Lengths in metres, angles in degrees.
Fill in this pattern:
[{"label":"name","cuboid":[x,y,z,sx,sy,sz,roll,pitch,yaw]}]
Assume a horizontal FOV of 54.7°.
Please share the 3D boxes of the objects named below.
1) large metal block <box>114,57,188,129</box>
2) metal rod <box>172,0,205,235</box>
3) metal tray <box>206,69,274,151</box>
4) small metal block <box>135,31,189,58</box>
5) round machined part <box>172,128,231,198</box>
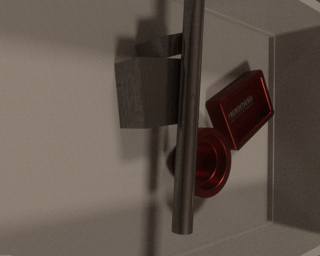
[{"label":"large metal block","cuboid":[-0.006,-0.043,0.387,0.081,0.050,0.079,-8,96,-40]},{"label":"metal rod","cuboid":[0.035,-0.026,0.372,0.025,0.025,0.298,4,88,-40]},{"label":"metal tray","cuboid":[0.139,-0.032,0.522,0.131,0.030,0.090,-36,113,-34]},{"label":"small metal block","cuboid":[0.005,-0.102,0.396,0.050,0.050,0.025,-24,105,-38]},{"label":"round machined part","cuboid":[0.056,0.048,0.445,0.099,0.042,0.097,0,90,-40]}]
